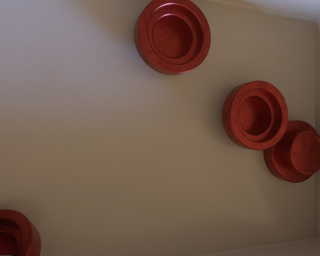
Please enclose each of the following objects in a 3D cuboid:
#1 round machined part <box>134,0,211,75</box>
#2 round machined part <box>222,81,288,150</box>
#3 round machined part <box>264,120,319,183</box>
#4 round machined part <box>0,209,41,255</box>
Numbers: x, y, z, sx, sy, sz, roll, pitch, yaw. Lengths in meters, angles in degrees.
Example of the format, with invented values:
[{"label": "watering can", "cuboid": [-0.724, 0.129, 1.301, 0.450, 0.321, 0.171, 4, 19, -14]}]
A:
[{"label": "round machined part", "cuboid": [0.013, -0.118, 0.406, 0.099, 0.042, 0.097, 0, 90, -20]}, {"label": "round machined part", "cuboid": [0.133, -0.018, 0.450, 0.099, 0.042, 0.097, 0, 90, -20]}, {"label": "round machined part", "cuboid": [0.215, 0.037, 0.480, 0.099, 0.042, 0.097, 0, 90, -20]}, {"label": "round machined part", "cuboid": [-0.170, 0.138, 0.320, 0.099, 0.098, 0.042, -31, 136, -17]}]
